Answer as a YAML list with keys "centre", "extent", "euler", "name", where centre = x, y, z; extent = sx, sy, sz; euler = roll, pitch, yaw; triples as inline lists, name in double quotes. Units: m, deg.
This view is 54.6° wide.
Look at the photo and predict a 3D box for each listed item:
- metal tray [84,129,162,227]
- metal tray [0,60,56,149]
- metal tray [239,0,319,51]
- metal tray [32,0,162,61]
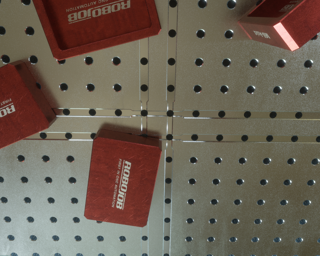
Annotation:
- centre: [-0.053, 0.073, 0.437]
  extent: [0.090, 0.030, 0.129]
  euler: [10, 110, -4]
  name: "metal tray"
- centre: [-0.216, -0.020, 0.402]
  extent: [0.130, 0.030, 0.090]
  euler: [-23, 109, 8]
  name: "metal tray"
- centre: [0.139, -0.126, 0.312]
  extent: [0.090, 0.130, 0.030]
  euler: [-40, 105, 13]
  name: "metal tray"
- centre: [-0.072, -0.139, 0.358]
  extent: [0.131, 0.030, 0.090]
  euler: [-14, 110, 5]
  name: "metal tray"
